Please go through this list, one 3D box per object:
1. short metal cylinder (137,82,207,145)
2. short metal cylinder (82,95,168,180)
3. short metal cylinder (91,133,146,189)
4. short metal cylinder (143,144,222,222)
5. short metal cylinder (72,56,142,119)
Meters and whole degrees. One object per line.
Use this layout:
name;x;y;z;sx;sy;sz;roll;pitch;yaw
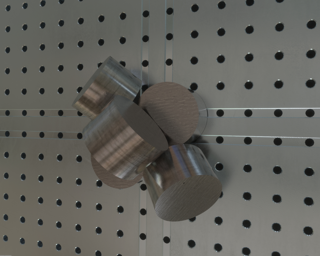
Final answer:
short metal cylinder;0.015;-0.016;0.392;0.080;0.050;0.079;0;90;19
short metal cylinder;-0.037;0.010;0.341;0.050;0.080;0.080;-43;77;15
short metal cylinder;-0.044;0.036;0.413;0.080;0.050;0.079;0;90;19
short metal cylinder;0.025;0.065;0.366;0.080;0.080;0.050;-42;42;15
short metal cylinder;-0.068;-0.045;0.399;0.050;0.080;0.080;37;104;-19
